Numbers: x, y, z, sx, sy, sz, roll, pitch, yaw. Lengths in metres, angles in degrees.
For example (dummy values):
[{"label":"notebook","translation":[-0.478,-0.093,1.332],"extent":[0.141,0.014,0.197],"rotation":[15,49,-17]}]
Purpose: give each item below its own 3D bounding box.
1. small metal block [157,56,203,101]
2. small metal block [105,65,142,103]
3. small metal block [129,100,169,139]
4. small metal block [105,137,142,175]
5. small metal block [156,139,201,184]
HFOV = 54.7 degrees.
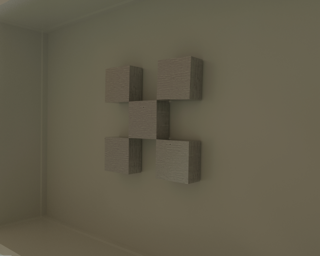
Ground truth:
[{"label":"small metal block","translation":[0.024,-0.060,0.384],"extent":[0.050,0.025,0.050],"rotation":[3,92,40]},{"label":"small metal block","translation":[-0.053,-0.062,0.448],"extent":[0.050,0.025,0.050],"rotation":[2,92,40]},{"label":"small metal block","translation":[-0.015,-0.011,0.417],"extent":[0.050,0.025,0.050],"rotation":[1,91,40]},{"label":"small metal block","translation":[-0.054,0.038,0.449],"extent":[0.050,0.025,0.050],"rotation":[1,91,40]},{"label":"small metal block","translation":[0.022,0.040,0.386],"extent":[0.050,0.025,0.050],"rotation":[2,91,40]}]
